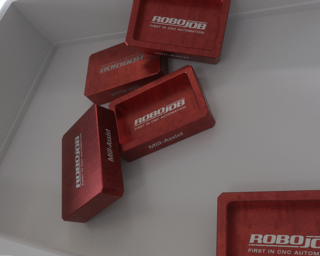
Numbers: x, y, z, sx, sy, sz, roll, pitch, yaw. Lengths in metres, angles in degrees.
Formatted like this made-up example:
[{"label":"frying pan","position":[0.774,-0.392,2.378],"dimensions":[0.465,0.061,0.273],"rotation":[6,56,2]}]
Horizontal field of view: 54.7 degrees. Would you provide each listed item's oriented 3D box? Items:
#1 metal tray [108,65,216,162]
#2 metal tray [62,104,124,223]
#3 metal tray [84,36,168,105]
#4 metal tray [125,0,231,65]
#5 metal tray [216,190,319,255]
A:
[{"label":"metal tray","position":[-0.002,-0.020,0.415],"dimensions":[0.130,0.030,0.090],"rotation":[-24,53,13]},{"label":"metal tray","position":[-0.092,0.044,0.402],"dimensions":[0.090,0.030,0.130],"rotation":[-39,47,32]},{"label":"metal tray","position":[-0.053,-0.094,0.488],"dimensions":[0.130,0.030,0.090],"rotation":[-14,56,20]},{"label":"metal tray","position":[0.025,-0.144,0.430],"dimensions":[0.131,0.030,0.090],"rotation":[11,87,9]},{"label":"metal tray","position":[0.118,0.104,0.276],"dimensions":[0.130,0.030,0.090],"rotation":[-7,58,24]}]
